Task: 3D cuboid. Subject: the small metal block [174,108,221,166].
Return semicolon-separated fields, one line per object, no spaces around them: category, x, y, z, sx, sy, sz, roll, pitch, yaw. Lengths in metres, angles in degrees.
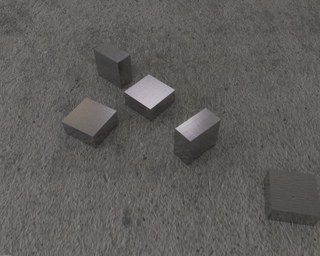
small metal block;0.045;0.011;0.378;0.050;0.050;0.025;-34;58;-25

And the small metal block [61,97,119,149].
small metal block;-0.091;-0.007;0.409;0.050;0.025;0.050;24;54;19

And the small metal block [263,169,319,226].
small metal block;0.144;0.076;0.340;0.050;0.025;0.050;7;50;6

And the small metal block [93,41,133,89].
small metal block;-0.070;-0.094;0.465;0.050;0.050;0.025;33;58;24

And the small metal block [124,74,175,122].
small metal block;-0.014;-0.044;0.440;0.050;0.025;0.050;35;58;25
